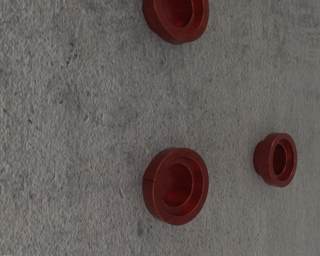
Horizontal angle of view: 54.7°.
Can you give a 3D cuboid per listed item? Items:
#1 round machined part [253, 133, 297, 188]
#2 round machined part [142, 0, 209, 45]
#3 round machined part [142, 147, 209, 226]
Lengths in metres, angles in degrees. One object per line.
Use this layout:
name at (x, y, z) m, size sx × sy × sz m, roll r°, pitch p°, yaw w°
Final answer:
round machined part at (0.208, 0.057, 0.568) m, size 0.099 × 0.042 × 0.097 m, roll 0°, pitch 90°, yaw -40°
round machined part at (0.016, -0.158, 0.407) m, size 0.099 × 0.042 × 0.097 m, roll 0°, pitch 90°, yaw -40°
round machined part at (0.016, 0.074, 0.407) m, size 0.099 × 0.042 × 0.097 m, roll 0°, pitch 90°, yaw -40°
